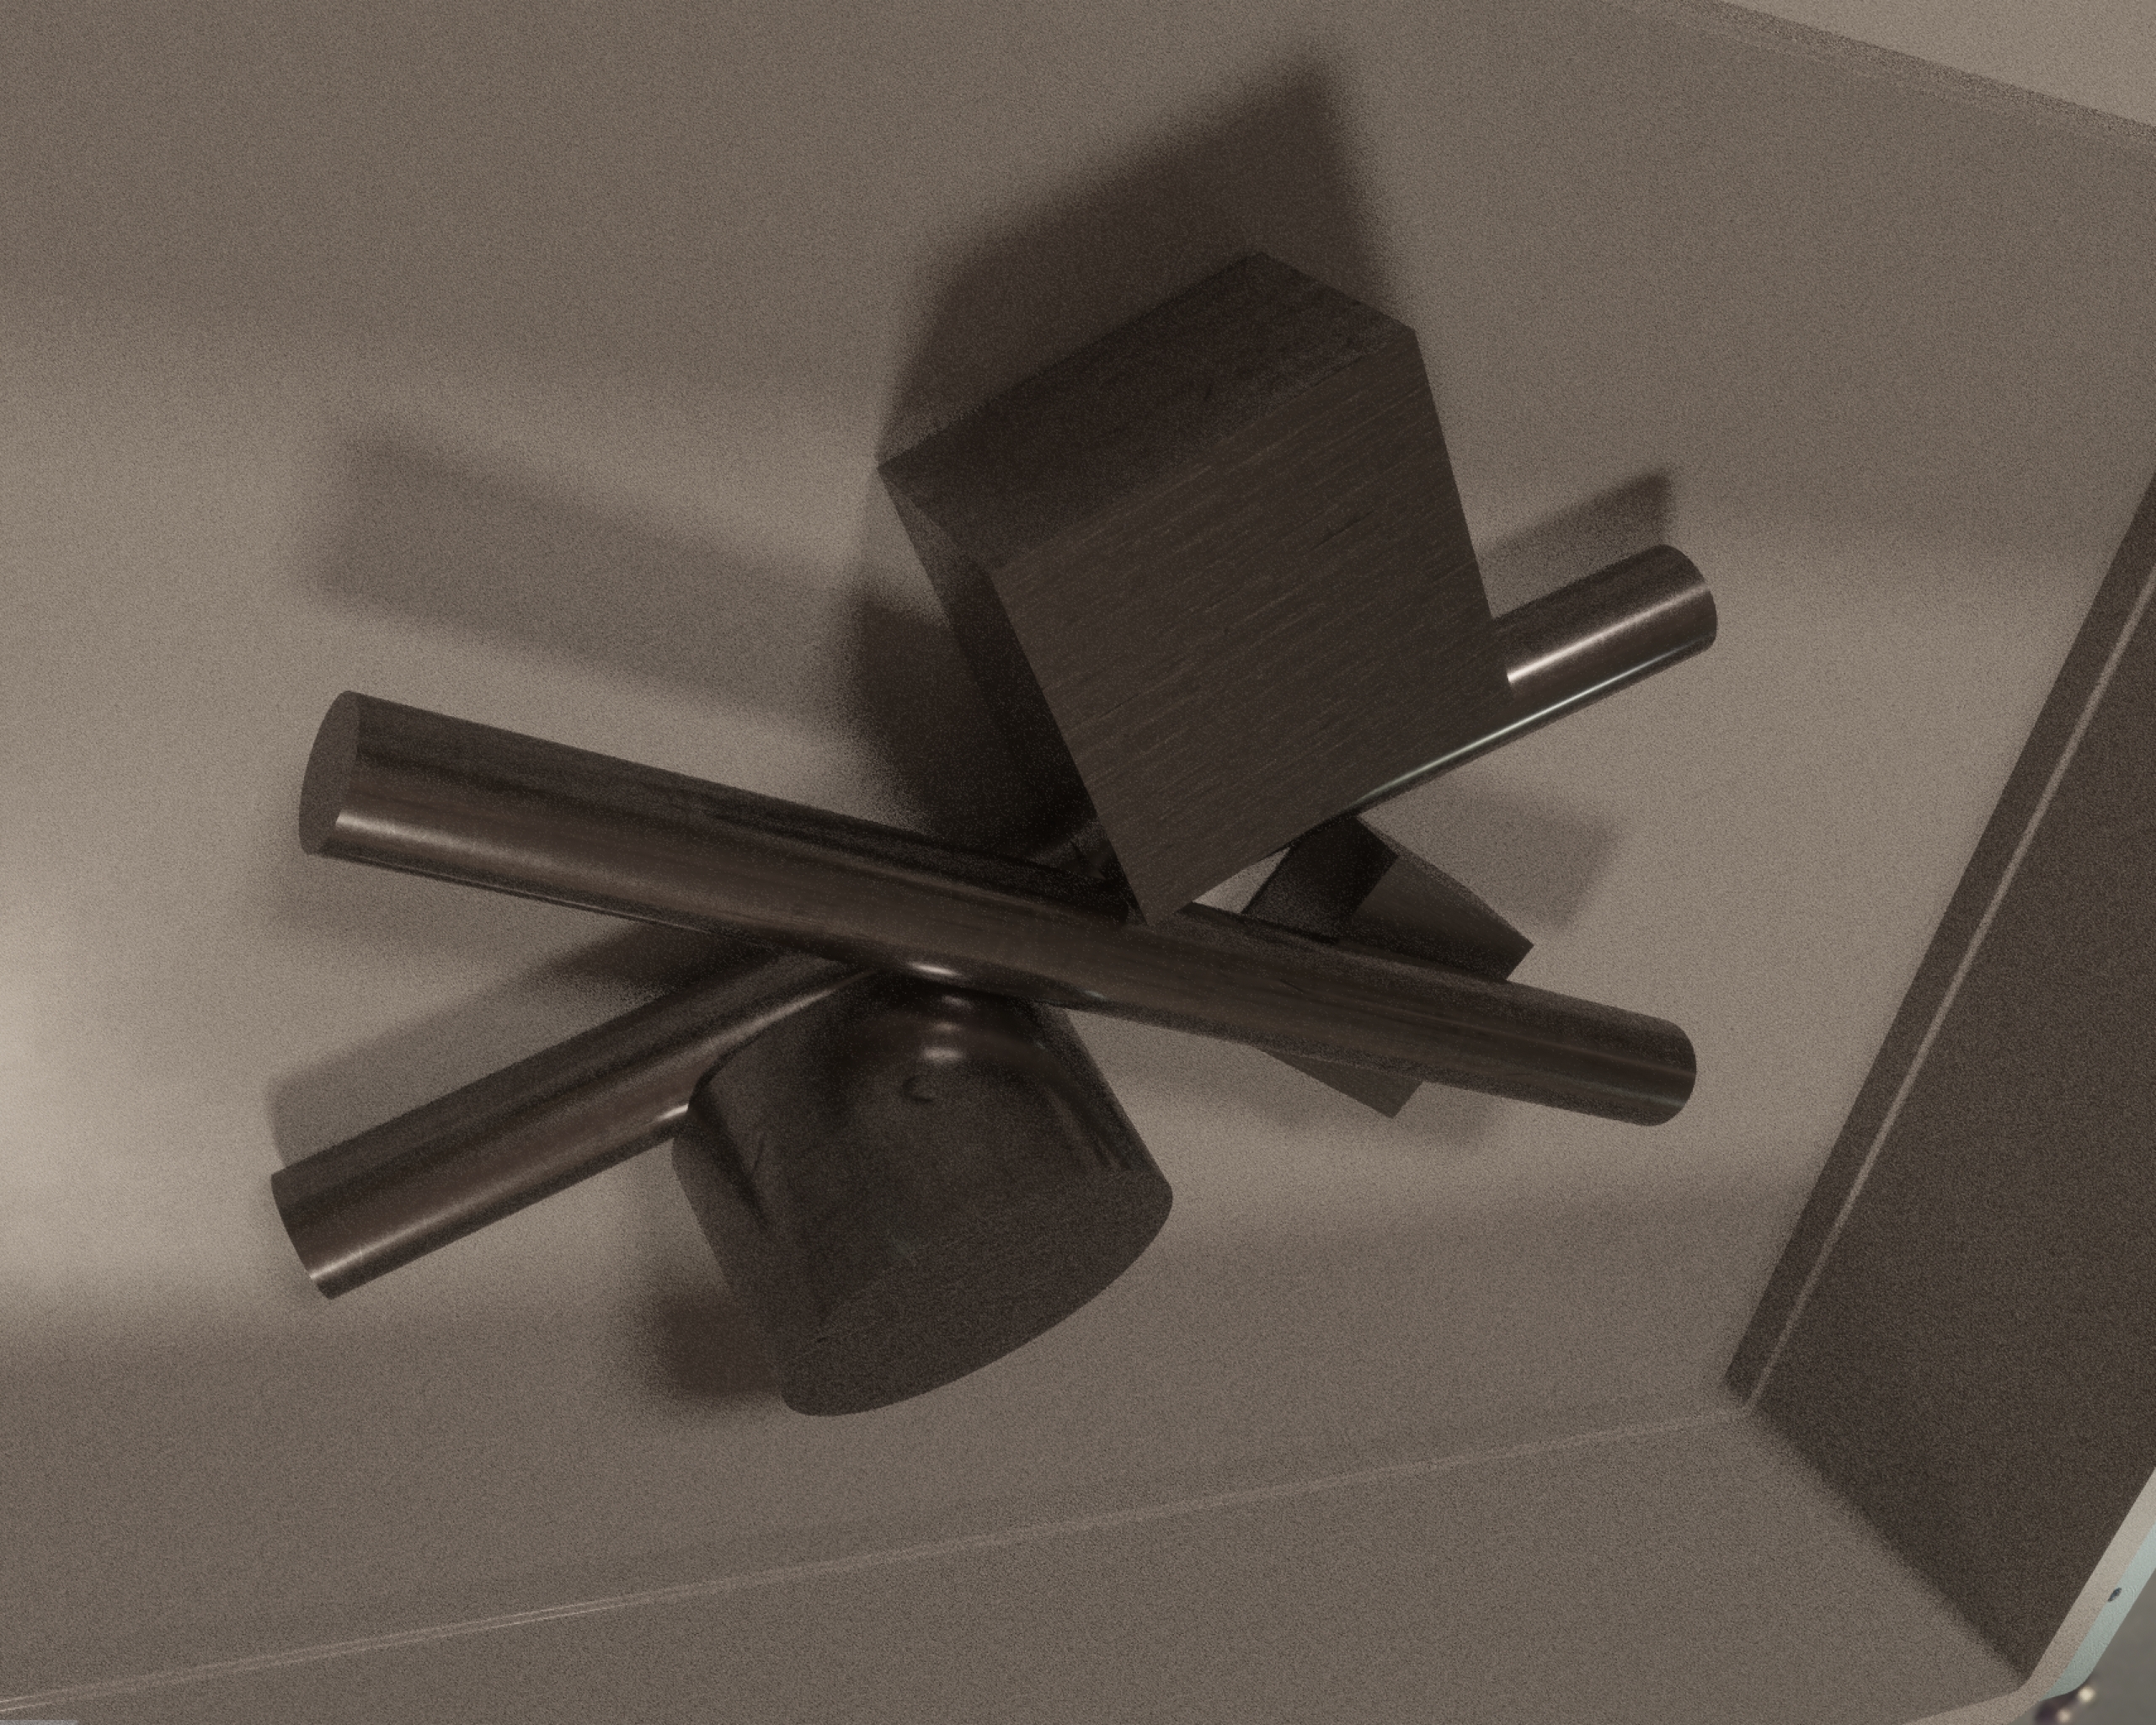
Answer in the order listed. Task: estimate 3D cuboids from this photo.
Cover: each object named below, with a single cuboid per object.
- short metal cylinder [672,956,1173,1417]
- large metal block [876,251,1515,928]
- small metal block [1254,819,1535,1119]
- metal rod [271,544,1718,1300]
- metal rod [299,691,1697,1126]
[{"bbox_3d":[-0.029,0.061,0.396,0.081,0.050,0.080,-25,152,-14],"label":"short metal cylinder"},{"bbox_3d":[0.023,-0.049,0.374,0.080,0.050,0.080,-31,129,-8],"label":"large metal block"},{"bbox_3d":[0.063,0.022,0.454,0.050,0.025,0.050,30,102,-38],"label":"small metal block"},{"bbox_3d":[-0.005,0.005,0.408,0.302,0.025,0.025,-25,128,-14],"label":"metal rod"},{"bbox_3d":[0.011,0.017,0.392,0.302,0.025,0.025,14,111,-34],"label":"metal rod"}]
